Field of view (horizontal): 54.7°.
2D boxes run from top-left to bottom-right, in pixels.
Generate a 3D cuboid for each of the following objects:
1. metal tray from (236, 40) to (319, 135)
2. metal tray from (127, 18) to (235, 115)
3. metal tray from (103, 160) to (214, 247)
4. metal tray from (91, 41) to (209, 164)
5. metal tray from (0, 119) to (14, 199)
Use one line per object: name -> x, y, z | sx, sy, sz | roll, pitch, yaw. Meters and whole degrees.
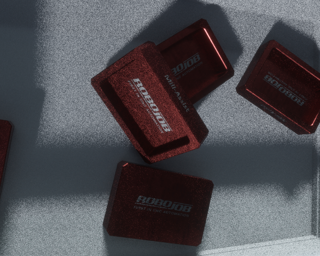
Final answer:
metal tray -> 0.192, -0.060, 0.470 | 0.130, 0.030, 0.090 | 33, 79, -8
metal tray -> 0.027, -0.077, 0.418 | 0.131, 0.030, 0.090 | -35, 102, -17
metal tray -> 0.000, 0.100, 0.409 | 0.131, 0.030, 0.090 | 15, 85, -20
metal tray -> -0.013, -0.025, 0.371 | 0.130, 0.090, 0.030 | 57, 40, -12
metal tray -> -0.216, 0.049, 0.328 | 0.091, 0.030, 0.129 | 11, 86, -20
